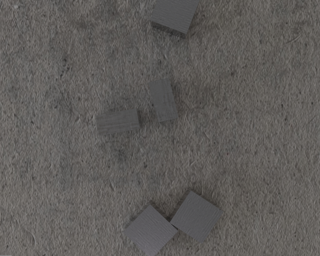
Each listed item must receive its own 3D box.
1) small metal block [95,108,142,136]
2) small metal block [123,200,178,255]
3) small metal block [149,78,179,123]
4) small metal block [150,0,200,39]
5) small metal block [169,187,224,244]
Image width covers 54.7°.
[{"bbox_3d":[-0.051,-0.007,0.397,0.050,0.050,0.025,-10,90,0],"label":"small metal block"},{"bbox_3d":[-0.012,0.133,0.410,0.050,0.025,0.050,44,90,0],"label":"small metal block"},{"bbox_3d":[0.004,-0.034,0.397,0.025,0.050,0.050,-13,90,0],"label":"small metal block"},{"bbox_3d":[0.020,-0.153,0.410,0.050,0.025,0.050,21,90,0],"label":"small metal block"},{"bbox_3d":[0.047,0.115,0.410,0.050,0.025,0.050,33,90,0],"label":"small metal block"}]
